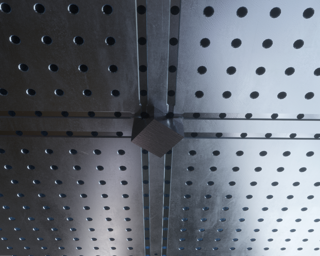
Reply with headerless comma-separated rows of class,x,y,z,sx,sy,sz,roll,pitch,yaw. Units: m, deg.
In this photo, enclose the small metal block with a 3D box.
small metal block,-0.003,0.007,0.417,0.050,0.025,0.050,31,124,-24
